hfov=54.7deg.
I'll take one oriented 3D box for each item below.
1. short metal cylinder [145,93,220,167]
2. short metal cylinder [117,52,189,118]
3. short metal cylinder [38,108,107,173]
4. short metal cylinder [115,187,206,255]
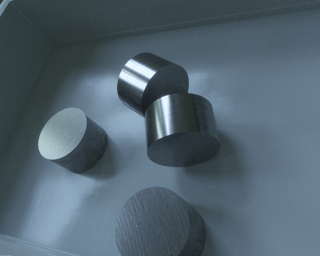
[{"bbox_3d":[0.024,0.005,0.354,0.080,0.080,0.050,-17,55,18],"label":"short metal cylinder"},{"bbox_3d":[-0.008,-0.053,0.406,0.050,0.080,0.080,34,80,38],"label":"short metal cylinder"},{"bbox_3d":[-0.123,0.018,0.441,0.080,0.050,0.080,-13,56,20],"label":"short metal cylinder"},{"bbox_3d":[0.001,0.107,0.322,0.080,0.050,0.080,-13,56,20],"label":"short metal cylinder"}]
